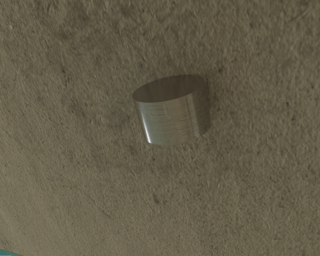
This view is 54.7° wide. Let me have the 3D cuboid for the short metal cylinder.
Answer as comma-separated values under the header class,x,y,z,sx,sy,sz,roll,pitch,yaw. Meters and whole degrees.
class,x,y,z,sx,sy,sz,roll,pitch,yaw
short metal cylinder,0.014,-0.022,0.349,0.080,0.080,0.050,0,119,28
